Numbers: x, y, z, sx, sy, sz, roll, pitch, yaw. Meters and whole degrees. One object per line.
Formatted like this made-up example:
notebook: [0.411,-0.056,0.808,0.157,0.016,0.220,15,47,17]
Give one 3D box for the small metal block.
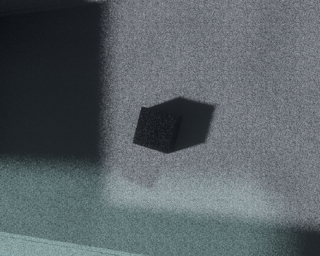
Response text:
small metal block: [-0.003,0.002,0.411,0.050,0.025,0.050,16,95,19]
